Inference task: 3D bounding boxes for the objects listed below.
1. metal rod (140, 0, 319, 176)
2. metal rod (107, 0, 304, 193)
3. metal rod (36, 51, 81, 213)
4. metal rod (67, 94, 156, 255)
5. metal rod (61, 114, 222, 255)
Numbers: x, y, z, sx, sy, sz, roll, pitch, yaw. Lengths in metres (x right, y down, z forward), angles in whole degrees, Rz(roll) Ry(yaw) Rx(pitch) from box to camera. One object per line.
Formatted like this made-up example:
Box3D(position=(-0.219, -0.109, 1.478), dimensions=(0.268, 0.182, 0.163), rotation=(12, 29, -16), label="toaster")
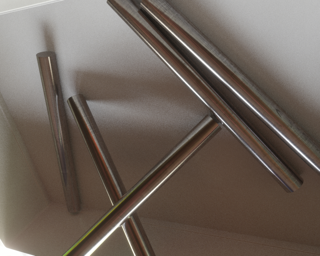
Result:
Box3D(position=(0.097, -0.036, 0.334), dimensions=(0.300, 0.025, 0.025), rotation=(43, 129, -2), label="metal rod")
Box3D(position=(0.055, -0.040, 0.354), dimensions=(0.300, 0.025, 0.025), rotation=(46, 129, -5), label="metal rod")
Box3D(position=(-0.160, 0.025, 0.505), dimensions=(0.025, 0.025, 0.298), rotation=(14, 124, 20), label="metal rod")
Box3D(position=(-0.057, 0.088, 0.416), dimensions=(0.025, 0.025, 0.299), rotation=(-36, 74, 38), label="metal rod")
Box3D(position=(-0.041, 0.097, 0.384), dimensions=(0.300, 0.025, 0.025), rotation=(-44, 94, 4), label="metal rod")
